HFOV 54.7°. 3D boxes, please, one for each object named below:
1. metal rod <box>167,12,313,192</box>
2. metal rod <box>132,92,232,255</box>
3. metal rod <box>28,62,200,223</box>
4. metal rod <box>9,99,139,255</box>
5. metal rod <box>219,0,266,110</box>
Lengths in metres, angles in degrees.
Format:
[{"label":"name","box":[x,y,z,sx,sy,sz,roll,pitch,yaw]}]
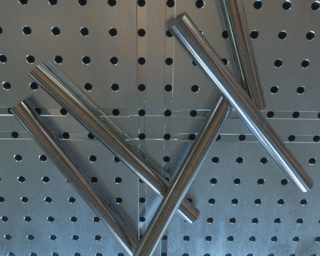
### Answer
[{"label":"metal rod","box":[0.113,-0.015,0.386,0.025,0.025,0.300,-39,115,13]},{"label":"metal rod","box":[0.027,0.080,0.419,0.025,0.025,0.298,26,99,-10]},{"label":"metal rod","box":[-0.052,0.029,0.423,0.025,0.025,0.300,-41,106,13]},{"label":"metal rod","box":[-0.105,0.088,0.444,0.025,0.025,0.299,-30,108,10]},{"label":"metal rod","box":[0.078,-0.158,0.356,0.025,0.025,0.298,-18,109,6]}]
